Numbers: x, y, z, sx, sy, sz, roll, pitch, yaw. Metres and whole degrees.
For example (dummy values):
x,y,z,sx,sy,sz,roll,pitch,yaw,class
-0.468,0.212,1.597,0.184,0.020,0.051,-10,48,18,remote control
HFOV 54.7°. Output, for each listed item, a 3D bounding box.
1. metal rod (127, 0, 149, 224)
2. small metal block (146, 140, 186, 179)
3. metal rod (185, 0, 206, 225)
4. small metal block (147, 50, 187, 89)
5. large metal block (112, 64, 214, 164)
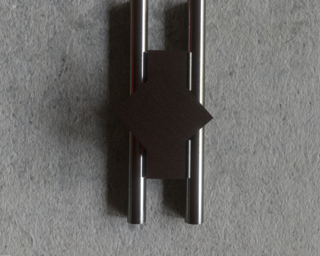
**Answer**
x,y,z,sx,sy,sz,roll,pitch,yaw,class
-0.029,-0.025,0.411,0.025,0.025,0.298,1,90,-1,metal rod
0.008,0.041,0.410,0.050,0.025,0.050,1,90,-1,small metal block
0.047,-0.024,0.412,0.025,0.025,0.298,1,90,-1,metal rod
0.009,-0.075,0.410,0.050,0.025,0.050,1,90,-1,small metal block
0.003,-0.015,0.372,0.080,0.050,0.080,-41,91,0,large metal block
